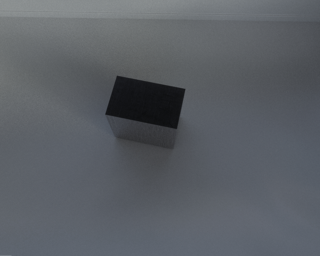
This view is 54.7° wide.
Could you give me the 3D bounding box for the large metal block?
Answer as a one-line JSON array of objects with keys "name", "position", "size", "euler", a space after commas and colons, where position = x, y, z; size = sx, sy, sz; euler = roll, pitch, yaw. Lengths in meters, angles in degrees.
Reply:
[{"name": "large metal block", "position": [-0.016, -0.016, 0.384], "size": [0.080, 0.080, 0.050], "euler": [12, 71, 4]}]
